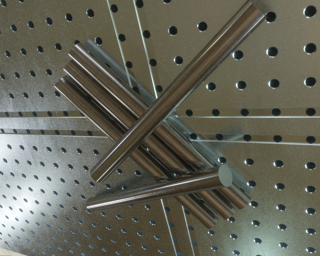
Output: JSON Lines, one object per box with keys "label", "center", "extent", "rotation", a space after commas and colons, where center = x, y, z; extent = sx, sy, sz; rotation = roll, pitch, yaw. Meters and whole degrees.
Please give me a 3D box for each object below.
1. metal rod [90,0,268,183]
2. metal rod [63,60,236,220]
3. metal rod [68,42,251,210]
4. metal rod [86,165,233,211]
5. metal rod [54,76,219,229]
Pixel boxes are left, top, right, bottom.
{"label": "metal rod", "center": [0.002, -0.023, 0.368], "extent": [0.025, 0.025, 0.299], "rotation": [44, 121, -2]}
{"label": "metal rod", "center": [-0.012, 0.016, 0.426], "extent": [0.300, 0.025, 0.025], "rotation": [43, 129, -2]}
{"label": "metal rod", "center": [0.001, -0.002, 0.408], "extent": [0.300, 0.025, 0.025], "rotation": [42, 129, -2]}
{"label": "metal rod", "center": [-0.024, 0.096, 0.455], "extent": [0.299, 0.025, 0.025], "rotation": [-23, 106, 45]}
{"label": "metal rod", "center": [-0.032, 0.036, 0.449], "extent": [0.300, 0.025, 0.025], "rotation": [43, 129, -2]}
